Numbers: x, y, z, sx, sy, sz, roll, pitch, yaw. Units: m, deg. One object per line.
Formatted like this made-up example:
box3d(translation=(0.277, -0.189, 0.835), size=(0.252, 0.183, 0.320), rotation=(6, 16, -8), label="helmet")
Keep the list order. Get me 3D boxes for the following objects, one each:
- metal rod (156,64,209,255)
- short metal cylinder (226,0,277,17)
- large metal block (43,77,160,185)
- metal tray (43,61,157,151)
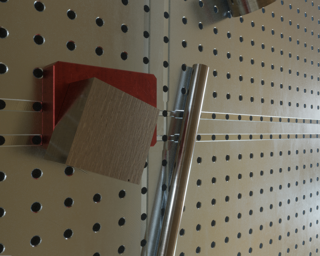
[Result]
box3d(translation=(0.031, 0.053, 0.437), size=(0.025, 0.025, 0.299), rotation=(19, 78, -39), label="metal rod")
box3d(translation=(0.147, -0.220, 0.499), size=(0.080, 0.080, 0.050), rotation=(-41, 115, -33), label="short metal cylinder")
box3d(translation=(-0.055, 0.005, 0.308), size=(0.080, 0.050, 0.080), rotation=(25, 75, -38), label="large metal block")
box3d(translation=(-0.063, -0.022, 0.354), size=(0.131, 0.030, 0.089), rotation=(0, 90, -40), label="metal tray")
